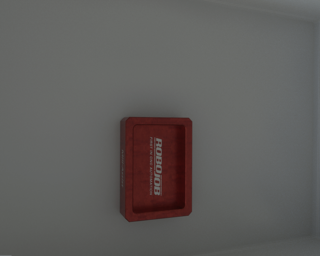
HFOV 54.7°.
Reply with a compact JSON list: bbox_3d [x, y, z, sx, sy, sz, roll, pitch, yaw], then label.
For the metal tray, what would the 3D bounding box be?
[{"bbox_3d":[-0.005,0.051,0.407,0.091,0.030,0.129,0,90,-21],"label":"metal tray"}]
